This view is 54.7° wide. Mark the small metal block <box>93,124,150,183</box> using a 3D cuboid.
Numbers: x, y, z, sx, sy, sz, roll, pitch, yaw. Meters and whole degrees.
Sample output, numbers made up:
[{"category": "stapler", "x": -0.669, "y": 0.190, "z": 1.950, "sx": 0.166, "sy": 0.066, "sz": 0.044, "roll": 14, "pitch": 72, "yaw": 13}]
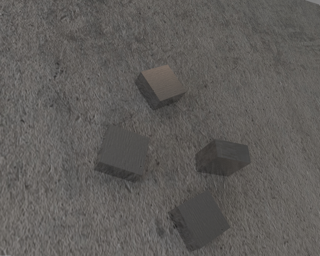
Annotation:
[{"category": "small metal block", "x": -0.044, "y": 0.030, "z": 0.362, "sx": 0.050, "sy": 0.025, "sz": 0.050, "roll": 21, "pitch": 54, "yaw": -16}]

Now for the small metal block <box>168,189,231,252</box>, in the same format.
[{"category": "small metal block", "x": 0.046, "y": 0.108, "z": 0.362, "sx": 0.050, "sy": 0.025, "sz": 0.050, "roll": -19, "pitch": 72, "yaw": -35}]

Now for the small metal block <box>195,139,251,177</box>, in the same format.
[{"category": "small metal block", "x": 0.081, "y": 0.040, "z": 0.407, "sx": 0.050, "sy": 0.050, "sz": 0.025, "roll": 12, "pitch": 57, "yaw": -22}]

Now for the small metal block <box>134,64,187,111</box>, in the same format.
[{"category": "small metal block", "x": 0.001, "y": -0.058, "z": 0.439, "sx": 0.050, "sy": 0.025, "sz": 0.050, "roll": -23, "pitch": 75, "yaw": -36}]
